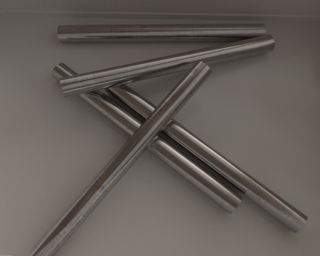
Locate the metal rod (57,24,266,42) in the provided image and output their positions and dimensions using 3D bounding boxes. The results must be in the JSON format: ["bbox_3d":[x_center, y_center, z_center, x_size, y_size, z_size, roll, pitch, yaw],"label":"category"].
[{"bbox_3d":[0.003,-0.141,0.460,0.302,0.025,0.025,-1,70,-1],"label":"metal rod"}]

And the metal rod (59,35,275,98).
[{"bbox_3d":[0.019,-0.088,0.425,0.302,0.025,0.025,-15,71,-12],"label":"metal rod"}]

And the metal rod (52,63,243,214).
[{"bbox_3d":[-0.025,0.007,0.406,0.300,0.025,0.025,37,74,12],"label":"metal rod"}]

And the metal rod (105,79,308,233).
[{"bbox_3d":[0.050,0.027,0.400,0.300,0.025,0.025,37,74,12],"label":"metal rod"}]

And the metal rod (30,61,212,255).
[{"bbox_3d":[-0.041,0.035,0.374,0.025,0.025,0.300,39,82,12],"label":"metal rod"}]
